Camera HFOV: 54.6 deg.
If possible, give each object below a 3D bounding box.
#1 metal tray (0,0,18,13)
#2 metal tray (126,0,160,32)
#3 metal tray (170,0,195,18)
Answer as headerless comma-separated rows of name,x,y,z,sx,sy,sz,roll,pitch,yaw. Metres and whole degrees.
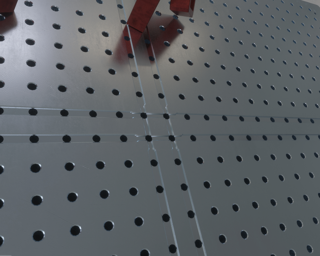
metal tray,-0.243,-0.173,0.355,0.090,0.030,0.131,46,34,3
metal tray,-0.009,-0.227,0.499,0.030,0.090,0.130,26,53,-12
metal tray,0.046,-0.253,0.502,0.030,0.129,0.090,11,16,7
